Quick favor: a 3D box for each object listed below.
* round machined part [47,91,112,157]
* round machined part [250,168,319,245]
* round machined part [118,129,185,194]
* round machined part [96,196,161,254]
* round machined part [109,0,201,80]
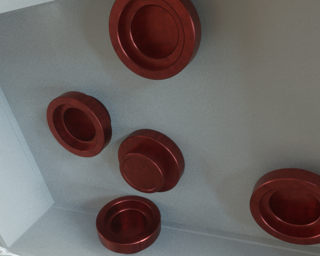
[{"bbox_3d":[-0.111,-0.009,0.451,0.098,0.042,0.097,13,124,21],"label":"round machined part"},{"bbox_3d":[0.160,0.087,0.367,0.098,0.042,0.097,13,124,21],"label":"round machined part"},{"bbox_3d":[-0.018,0.054,0.440,0.098,0.042,0.097,13,124,21],"label":"round machined part"},{"bbox_3d":[-0.047,0.155,0.482,0.098,0.098,0.042,12,123,21],"label":"round machined part"},{"bbox_3d":[-0.002,-0.105,0.334,0.098,0.042,0.097,13,124,21],"label":"round machined part"}]
